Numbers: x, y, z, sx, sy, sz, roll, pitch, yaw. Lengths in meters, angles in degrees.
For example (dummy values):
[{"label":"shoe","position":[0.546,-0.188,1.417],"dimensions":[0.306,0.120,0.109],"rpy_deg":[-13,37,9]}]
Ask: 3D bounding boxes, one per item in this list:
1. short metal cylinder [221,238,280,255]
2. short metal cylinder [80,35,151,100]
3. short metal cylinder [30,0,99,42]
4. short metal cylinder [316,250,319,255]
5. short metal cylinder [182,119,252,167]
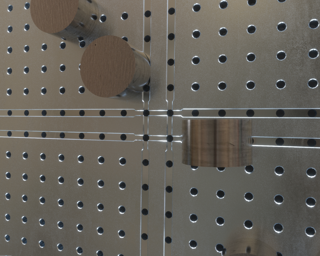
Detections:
[{"label":"short metal cylinder","position":[0.105,0.177,0.362],"dimensions":[0.080,0.050,0.079],"rpy_deg":[0,90,20]},{"label":"short metal cylinder","position":[-0.059,-0.079,0.420],"dimensions":[0.080,0.050,0.079],"rpy_deg":[0,90,20]},{"label":"short metal cylinder","position":[-0.137,-0.170,0.448],"dimensions":[0.080,0.050,0.079],"rpy_deg":[0,90,20]},{"label":"short metal cylinder","position":[0.209,0.164,0.325],"dimensions":[0.080,0.050,0.079],"rpy_deg":[0,90,20]},{"label":"short metal cylinder","position":[0.066,0.016,0.360],"dimensions":[0.080,0.080,0.050],"rpy_deg":[0,90,20]}]
